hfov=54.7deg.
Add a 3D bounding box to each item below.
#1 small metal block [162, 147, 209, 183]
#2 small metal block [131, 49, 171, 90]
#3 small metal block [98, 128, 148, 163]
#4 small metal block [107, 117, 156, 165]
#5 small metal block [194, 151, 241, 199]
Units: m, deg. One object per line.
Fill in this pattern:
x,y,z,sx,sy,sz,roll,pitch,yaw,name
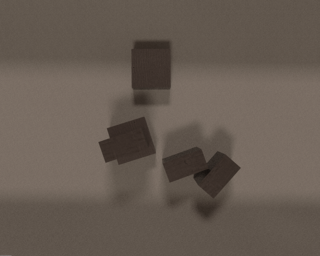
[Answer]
0.031,0.046,0.399,0.050,0.050,0.025,-20,90,0,small metal block
-0.012,-0.077,0.411,0.050,0.025,0.050,-1,90,-1,small metal block
-0.042,0.019,0.373,0.050,0.050,0.025,-19,91,0,small metal block
-0.037,0.016,0.411,0.050,0.025,0.050,-18,90,-1,small metal block
0.072,0.059,0.400,0.025,0.050,0.050,42,90,-1,small metal block
